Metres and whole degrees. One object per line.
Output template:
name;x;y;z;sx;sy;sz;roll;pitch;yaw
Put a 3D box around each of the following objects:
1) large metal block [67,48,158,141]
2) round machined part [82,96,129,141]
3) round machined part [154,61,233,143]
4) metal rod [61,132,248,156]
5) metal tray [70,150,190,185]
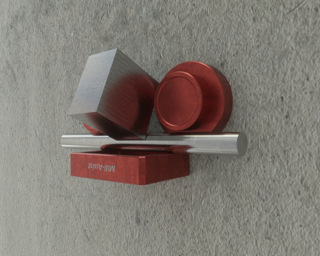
large metal block;-0.052;-0.037;0.377;0.050;0.080;0.080;-3;65;39
round machined part;-0.081;-0.027;0.458;0.098;0.042;0.097;0;90;39
round machined part;0.032;-0.031;0.366;0.098;0.042;0.097;0;90;39
metal rod;-0.033;0.019;0.405;0.300;0.025;0.025;-1;89;39
metal tray;-0.040;0.046;0.394;0.130;0.091;0.030;-1;89;39
